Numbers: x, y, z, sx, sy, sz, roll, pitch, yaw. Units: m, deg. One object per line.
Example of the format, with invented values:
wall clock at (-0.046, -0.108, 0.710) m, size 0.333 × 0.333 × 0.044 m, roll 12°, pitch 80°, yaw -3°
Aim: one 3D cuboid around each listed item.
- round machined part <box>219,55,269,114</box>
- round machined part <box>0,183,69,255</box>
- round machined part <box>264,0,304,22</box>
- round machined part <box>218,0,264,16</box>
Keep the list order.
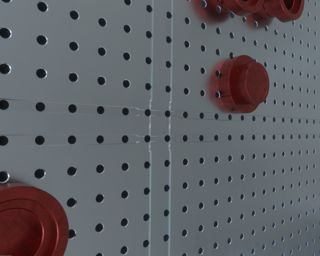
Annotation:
round machined part at (0.146, -0.073, 0.519) m, size 0.099 × 0.042 × 0.097 m, roll 0°, pitch 90°, yaw -40°
round machined part at (-0.138, 0.099, 0.282) m, size 0.099 × 0.042 × 0.097 m, roll 0°, pitch 90°, yaw -40°
round machined part at (0.231, -0.250, 0.589) m, size 0.099 × 0.042 × 0.097 m, roll 0°, pitch 90°, yaw -40°
round machined part at (0.125, -0.230, 0.501) m, size 0.099 × 0.042 × 0.097 m, roll 0°, pitch 90°, yaw -40°
